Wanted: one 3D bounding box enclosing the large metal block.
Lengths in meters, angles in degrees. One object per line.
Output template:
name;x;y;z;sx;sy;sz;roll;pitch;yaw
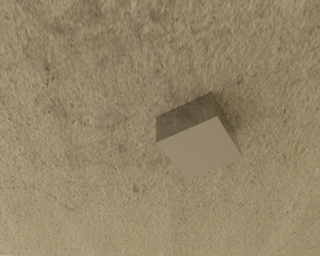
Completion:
large metal block;0.050;0.012;0.402;0.080;0.050;0.080;-25;126;19
